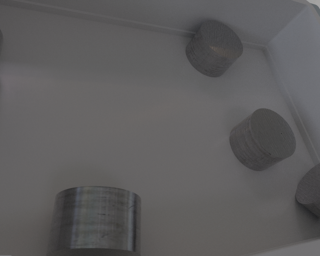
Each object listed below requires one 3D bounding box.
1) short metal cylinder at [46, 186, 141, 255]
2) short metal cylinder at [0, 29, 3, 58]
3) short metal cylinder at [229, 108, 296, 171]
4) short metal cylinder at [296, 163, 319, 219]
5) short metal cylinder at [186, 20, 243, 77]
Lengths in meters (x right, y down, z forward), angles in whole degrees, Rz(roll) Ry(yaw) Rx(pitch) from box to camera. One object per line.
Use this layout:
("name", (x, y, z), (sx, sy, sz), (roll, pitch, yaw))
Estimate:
("short metal cylinder", (-0.058, 0.091, 0.284), (0.081, 0.080, 0.050), (12, 57, -22))
("short metal cylinder", (-0.204, -0.079, 0.308), (0.081, 0.080, 0.050), (8, 58, -24))
("short metal cylinder", (0.152, 0.018, 0.460), (0.081, 0.050, 0.080), (14, 56, -21))
("short metal cylinder", (0.246, 0.092, 0.446), (0.050, 0.080, 0.080), (39, 51, -2))
("short metal cylinder", (0.090, -0.132, 0.519), (0.081, 0.050, 0.080), (14, 56, -21))
